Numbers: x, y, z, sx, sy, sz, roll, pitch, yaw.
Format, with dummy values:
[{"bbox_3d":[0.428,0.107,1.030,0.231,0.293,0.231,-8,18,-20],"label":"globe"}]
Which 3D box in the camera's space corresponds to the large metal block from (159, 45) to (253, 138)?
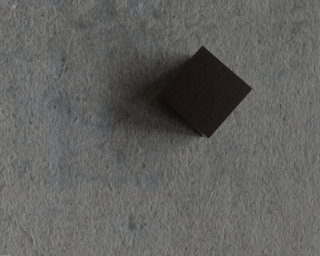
[{"bbox_3d":[0.055,-0.044,0.398,0.080,0.050,0.080,41,90,-1],"label":"large metal block"}]
